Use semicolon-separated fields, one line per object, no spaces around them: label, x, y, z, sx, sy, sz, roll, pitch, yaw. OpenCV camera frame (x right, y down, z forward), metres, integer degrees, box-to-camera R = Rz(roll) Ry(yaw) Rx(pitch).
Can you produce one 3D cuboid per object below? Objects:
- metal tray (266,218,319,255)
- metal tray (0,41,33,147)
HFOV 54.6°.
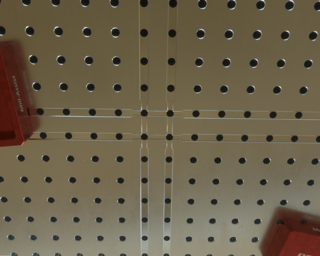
metal tray;0.243;0.199;0.486;0.131;0.030;0.089;14;110;-5
metal tray;-0.225;-0.039;0.394;0.090;0.030;0.129;-5;110;1
